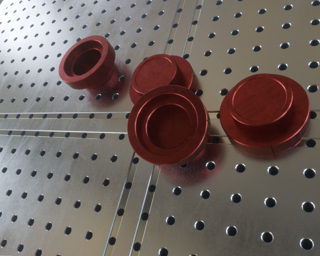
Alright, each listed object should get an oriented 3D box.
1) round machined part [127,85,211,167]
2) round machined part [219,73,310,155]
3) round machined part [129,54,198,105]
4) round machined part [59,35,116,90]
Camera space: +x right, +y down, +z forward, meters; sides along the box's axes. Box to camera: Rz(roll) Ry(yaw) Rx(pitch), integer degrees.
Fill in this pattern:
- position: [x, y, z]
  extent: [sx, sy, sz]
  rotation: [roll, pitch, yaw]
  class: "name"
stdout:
- position: [0.013, 0.000, 0.379]
  extent: [0.098, 0.042, 0.098]
  rotation: [-5, 73, 18]
  class: "round machined part"
- position: [0.115, -0.022, 0.350]
  extent: [0.098, 0.042, 0.098]
  rotation: [-13, 56, 20]
  class: "round machined part"
- position: [0.000, -0.065, 0.436]
  extent: [0.098, 0.042, 0.098]
  rotation: [-13, 56, 20]
  class: "round machined part"
- position: [-0.117, -0.104, 0.520]
  extent: [0.098, 0.042, 0.098]
  rotation: [-13, 56, 20]
  class: "round machined part"
